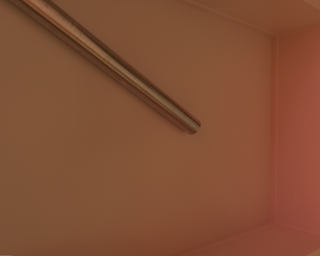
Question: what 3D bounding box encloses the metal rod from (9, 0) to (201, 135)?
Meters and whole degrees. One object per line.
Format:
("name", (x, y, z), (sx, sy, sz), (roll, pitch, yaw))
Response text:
("metal rod", (-0.053, -0.073, 0.360), (0.301, 0.025, 0.025), (35, 68, -34))
